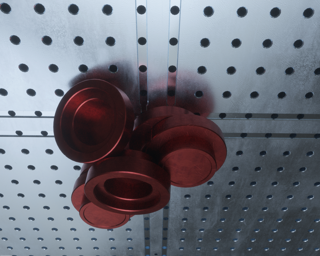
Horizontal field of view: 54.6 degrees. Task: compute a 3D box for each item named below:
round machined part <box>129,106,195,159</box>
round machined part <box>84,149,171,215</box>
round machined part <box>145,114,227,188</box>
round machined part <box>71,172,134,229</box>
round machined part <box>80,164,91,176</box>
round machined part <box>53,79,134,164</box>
[{"bbox_3d":[0.010,0.023,0.393,0.099,0.042,0.097,0,130,0],"label":"round machined part"},{"bbox_3d":[-0.036,0.062,0.368,0.098,0.042,0.098,2,138,2],"label":"round machined part"},{"bbox_3d":[0.031,0.034,0.373,0.099,0.042,0.097,0,130,0],"label":"round machined part"},{"bbox_3d":[-0.074,0.105,0.433,0.099,0.042,0.097,0,130,0],"label":"round machined part"},{"bbox_3d":[-0.067,0.083,0.443,0.099,0.042,0.097,0,130,0],"label":"round machined part"},{"bbox_3d":[-0.074,-0.005,0.370,0.098,0.098,0.042,-22,162,17],"label":"round machined part"}]
